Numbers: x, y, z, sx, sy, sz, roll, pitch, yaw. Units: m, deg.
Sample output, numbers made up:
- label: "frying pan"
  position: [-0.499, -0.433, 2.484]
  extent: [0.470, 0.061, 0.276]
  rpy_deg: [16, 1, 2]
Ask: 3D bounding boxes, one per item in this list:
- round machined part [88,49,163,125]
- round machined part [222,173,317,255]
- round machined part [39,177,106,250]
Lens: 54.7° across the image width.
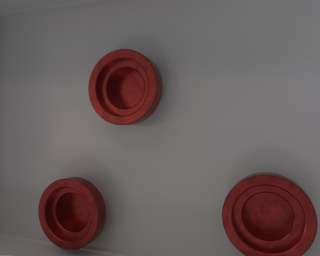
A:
- label: "round machined part"
  position: [-0.042, -0.053, 0.416]
  extent: [0.098, 0.042, 0.097]
  rpy_deg: [0, 90, 20]
- label: "round machined part"
  position: [0.125, 0.100, 0.357]
  extent: [0.098, 0.042, 0.097]
  rpy_deg: [0, 90, 20]
- label: "round machined part"
  position: [-0.120, 0.118, 0.444]
  extent: [0.098, 0.042, 0.097]
  rpy_deg: [0, 90, 20]
